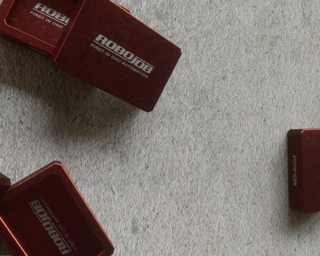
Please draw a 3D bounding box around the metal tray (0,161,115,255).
[{"bbox_3d":[-0.124,0.115,0.360,0.091,0.030,0.130,-32,101,-17],"label":"metal tray"}]

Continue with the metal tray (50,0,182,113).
[{"bbox_3d":[-0.047,-0.084,0.364,0.131,0.030,0.090,26,92,-32],"label":"metal tray"}]

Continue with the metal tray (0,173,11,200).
[{"bbox_3d":[-0.227,0.083,0.304,0.090,0.030,0.130,32,79,7],"label":"metal tray"}]

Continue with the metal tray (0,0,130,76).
[{"bbox_3d":[-0.110,-0.124,0.365,0.131,0.030,0.090,23,82,-19],"label":"metal tray"}]

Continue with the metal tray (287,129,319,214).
[{"bbox_3d":[0.253,0.066,0.500,0.091,0.030,0.129,-2,91,-20],"label":"metal tray"}]
